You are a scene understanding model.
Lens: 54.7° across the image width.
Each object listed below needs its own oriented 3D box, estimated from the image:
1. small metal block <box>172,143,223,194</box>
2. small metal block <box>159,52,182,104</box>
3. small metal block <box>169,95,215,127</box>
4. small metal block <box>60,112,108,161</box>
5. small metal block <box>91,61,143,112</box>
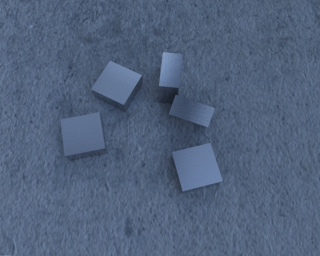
[{"bbox_3d":[0.045,0.051,0.390,0.050,0.025,0.050,-13,71,-5],"label":"small metal block"},{"bbox_3d":[0.014,-0.066,0.419,0.025,0.050,0.050,6,70,2],"label":"small metal block"},{"bbox_3d":[0.042,-0.021,0.400,0.050,0.050,0.025,20,92,6],"label":"small metal block"},{"bbox_3d":[-0.098,0.011,0.403,0.050,0.025,0.050,-11,71,-5],"label":"small metal block"},{"bbox_3d":[-0.058,-0.057,0.428,0.050,0.025,0.050,26,72,9],"label":"small metal block"}]
